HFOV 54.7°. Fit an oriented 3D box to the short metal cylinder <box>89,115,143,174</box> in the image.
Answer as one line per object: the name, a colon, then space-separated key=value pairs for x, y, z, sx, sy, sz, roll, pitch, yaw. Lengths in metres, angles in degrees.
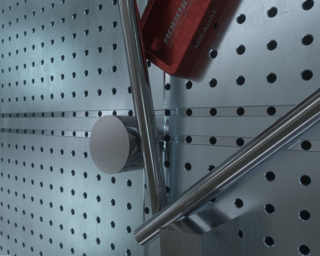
short metal cylinder: x=-0.053 y=0.022 z=0.435 sx=0.080 sy=0.050 sz=0.079 roll=0 pitch=90 yaw=39

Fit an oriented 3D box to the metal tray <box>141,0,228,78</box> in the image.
metal tray: x=0.023 y=-0.139 z=0.384 sx=0.090 sy=0.030 sz=0.129 roll=41 pitch=114 yaw=32

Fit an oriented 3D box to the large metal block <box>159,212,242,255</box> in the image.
large metal block: x=0.047 y=0.141 z=0.334 sx=0.050 sy=0.081 sz=0.080 roll=-6 pitch=86 yaw=39

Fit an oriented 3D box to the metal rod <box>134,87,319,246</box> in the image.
metal rod: x=0.075 y=0.046 z=0.331 sx=0.299 sy=0.025 sz=0.025 roll=-43 pitch=64 yaw=26

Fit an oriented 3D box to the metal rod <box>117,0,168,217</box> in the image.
metal rod: x=-0.021 y=-0.031 z=0.396 sx=0.025 sy=0.025 sz=0.298 roll=-5 pitch=95 yaw=39
